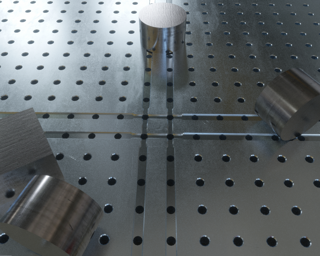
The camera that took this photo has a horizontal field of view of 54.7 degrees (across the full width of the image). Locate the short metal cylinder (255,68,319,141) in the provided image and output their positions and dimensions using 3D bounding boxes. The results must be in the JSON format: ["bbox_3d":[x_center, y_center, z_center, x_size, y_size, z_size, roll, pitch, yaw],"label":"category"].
[{"bbox_3d":[0.171,-0.030,0.398,0.081,0.080,0.050,-22,54,-18],"label":"short metal cylinder"}]

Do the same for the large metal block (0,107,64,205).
[{"bbox_3d":[-0.171,0.032,0.363,0.081,0.050,0.080,-24,54,-19],"label":"large metal block"}]

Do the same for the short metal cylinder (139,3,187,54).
[{"bbox_3d":[0.005,-0.174,0.538,0.081,0.050,0.080,0,50,0],"label":"short metal cylinder"}]

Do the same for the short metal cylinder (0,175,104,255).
[{"bbox_3d":[-0.102,0.089,0.296,0.080,0.080,0.050,16,52,13],"label":"short metal cylinder"}]
